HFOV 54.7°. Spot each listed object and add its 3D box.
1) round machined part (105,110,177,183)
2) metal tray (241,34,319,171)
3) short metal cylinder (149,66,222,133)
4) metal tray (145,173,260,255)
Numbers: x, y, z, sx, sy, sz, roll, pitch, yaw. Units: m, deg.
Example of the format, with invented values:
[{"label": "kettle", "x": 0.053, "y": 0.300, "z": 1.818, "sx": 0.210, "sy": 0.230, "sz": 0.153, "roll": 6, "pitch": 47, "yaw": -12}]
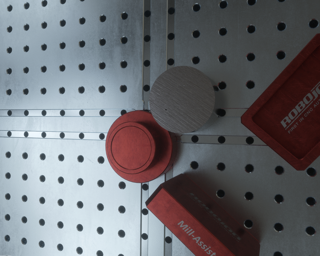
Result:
[{"label": "round machined part", "x": -0.030, "y": 0.025, "z": 0.414, "sx": 0.098, "sy": 0.042, "sz": 0.097, "roll": 0, "pitch": 90, "yaw": 20}, {"label": "metal tray", "x": 0.168, "y": -0.028, "z": 0.350, "sx": 0.090, "sy": 0.030, "sz": 0.130, "roll": 43, "pitch": 103, "yaw": 14}, {"label": "short metal cylinder", "x": 0.033, "y": -0.033, "z": 0.388, "sx": 0.080, "sy": 0.050, "sz": 0.079, "roll": 0, "pitch": 90, "yaw": 20}, {"label": "metal tray", "x": 0.053, "y": 0.113, "z": 0.359, "sx": 0.130, "sy": 0.090, "sz": 0.030, "roll": 42, "pitch": 103, "yaw": 15}]
